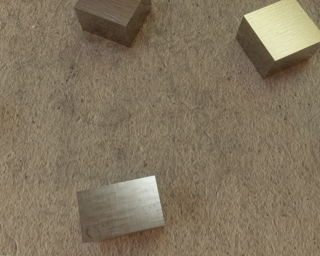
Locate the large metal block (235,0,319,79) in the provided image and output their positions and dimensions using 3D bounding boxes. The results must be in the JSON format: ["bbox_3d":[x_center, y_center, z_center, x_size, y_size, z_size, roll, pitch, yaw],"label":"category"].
[{"bbox_3d":[0.168,-0.128,0.443,0.080,0.050,0.080,-24,72,-9],"label":"large metal block"}]

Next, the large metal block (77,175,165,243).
[{"bbox_3d":[-0.040,0.093,0.345,0.081,0.080,0.050,-11,71,-4],"label":"large metal block"}]

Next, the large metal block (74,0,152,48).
[{"bbox_3d":[-0.066,-0.178,0.459,0.080,0.050,0.080,23,72,8],"label":"large metal block"}]
